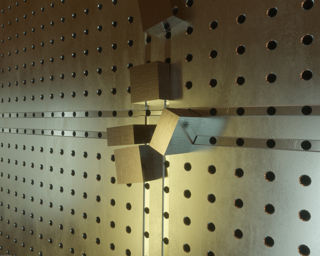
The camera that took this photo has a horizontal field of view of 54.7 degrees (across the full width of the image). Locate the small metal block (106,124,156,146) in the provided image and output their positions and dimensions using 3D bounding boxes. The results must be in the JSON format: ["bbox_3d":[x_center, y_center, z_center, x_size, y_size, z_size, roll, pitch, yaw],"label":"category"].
[{"bbox_3d":[-0.036,0.010,0.421,0.050,0.050,0.025,-7,86,39],"label":"small metal block"}]

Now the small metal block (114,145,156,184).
[{"bbox_3d":[-0.036,0.052,0.437,0.050,0.025,0.050,-12,82,39],"label":"small metal block"}]

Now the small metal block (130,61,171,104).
[{"bbox_3d":[-0.013,-0.060,0.419,0.050,0.025,0.050,-4,87,39],"label":"small metal block"}]

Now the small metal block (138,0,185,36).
[{"bbox_3d":[0.001,-0.157,0.407,0.050,0.025,0.050,-16,80,38],"label":"small metal block"}]

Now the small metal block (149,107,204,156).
[{"bbox_3d":[0.020,0.004,0.375,0.025,0.050,0.050,33,111,35],"label":"small metal block"}]
